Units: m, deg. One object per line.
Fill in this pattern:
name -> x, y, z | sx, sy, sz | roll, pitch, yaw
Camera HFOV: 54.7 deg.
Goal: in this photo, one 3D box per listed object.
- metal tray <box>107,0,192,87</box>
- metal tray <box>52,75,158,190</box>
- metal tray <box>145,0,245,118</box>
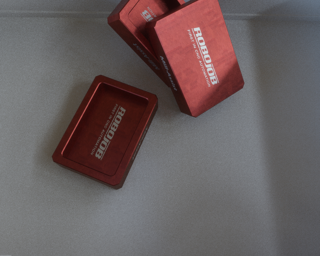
metal tray -> 0.006, -0.127, 0.410 | 0.130, 0.030, 0.090 | 43, 70, -31
metal tray -> -0.067, 0.003, 0.405 | 0.090, 0.030, 0.130 | 21, 71, 7
metal tray -> 0.048, -0.090, 0.395 | 0.090, 0.030, 0.129 | -32, 115, -15
